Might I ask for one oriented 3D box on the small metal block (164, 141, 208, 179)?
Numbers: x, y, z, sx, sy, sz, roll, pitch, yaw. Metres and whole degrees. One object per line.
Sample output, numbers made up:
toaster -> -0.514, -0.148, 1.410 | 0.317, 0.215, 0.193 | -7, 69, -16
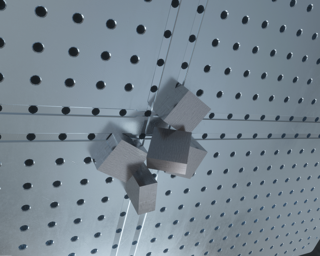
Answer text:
small metal block -> 0.033, 0.043, 0.456 | 0.050, 0.025, 0.050 | 20, 108, -36

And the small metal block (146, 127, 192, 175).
small metal block -> 0.012, 0.029, 0.403 | 0.050, 0.050, 0.025 | 9, 141, 6

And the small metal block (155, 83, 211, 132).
small metal block -> 0.031, -0.023, 0.413 | 0.050, 0.025, 0.050 | 34, 99, -38

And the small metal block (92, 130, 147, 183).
small metal block -> -0.051, 0.038, 0.406 | 0.050, 0.025, 0.050 | 34, 100, -38

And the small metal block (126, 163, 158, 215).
small metal block -> -0.027, 0.083, 0.431 | 0.025, 0.050, 0.050 | -9, 123, -24
